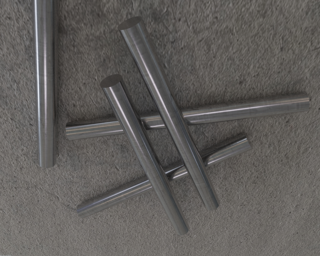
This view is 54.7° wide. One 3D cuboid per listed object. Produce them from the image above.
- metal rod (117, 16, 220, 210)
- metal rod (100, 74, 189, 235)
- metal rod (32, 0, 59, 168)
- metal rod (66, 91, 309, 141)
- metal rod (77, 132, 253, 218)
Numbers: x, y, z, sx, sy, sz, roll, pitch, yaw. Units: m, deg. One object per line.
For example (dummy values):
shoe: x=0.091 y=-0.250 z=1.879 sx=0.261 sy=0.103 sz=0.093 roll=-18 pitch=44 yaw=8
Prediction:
metal rod: x=0.025 y=0.008 z=0.379 sx=0.025 sy=0.025 sz=0.299 roll=-16 pitch=129 yaw=13
metal rod: x=-0.008 y=0.058 z=0.422 sx=0.025 sy=0.025 sz=0.299 roll=-13 pitch=129 yaw=11
metal rod: x=-0.129 y=-0.062 z=0.352 sx=0.025 sy=0.025 sz=0.298 roll=10 pitch=130 yaw=-8
metal rod: x=0.030 y=-0.014 z=0.395 sx=0.302 sy=0.025 sz=0.025 roll=-7 pitch=130 yaw=6
metal rod: x=-0.005 y=0.079 z=0.473 sx=0.300 sy=0.025 sz=0.025 roll=-26 pitch=126 yaw=20
